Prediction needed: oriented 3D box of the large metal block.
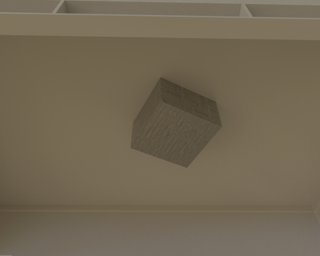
[{"bbox_3d":[0.018,-0.004,0.389,0.080,0.050,0.080,21,127,-18],"label":"large metal block"}]
